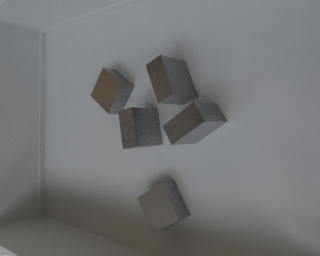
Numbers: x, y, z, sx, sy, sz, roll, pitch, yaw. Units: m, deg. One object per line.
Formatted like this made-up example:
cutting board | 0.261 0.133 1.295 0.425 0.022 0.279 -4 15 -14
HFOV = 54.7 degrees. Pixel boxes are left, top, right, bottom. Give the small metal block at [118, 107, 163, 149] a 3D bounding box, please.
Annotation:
small metal block | -0.025 0.001 0.409 0.025 0.050 0.050 -13 82 39

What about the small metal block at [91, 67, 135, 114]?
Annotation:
small metal block | -0.072 -0.055 0.464 0.050 0.025 0.050 43 116 31

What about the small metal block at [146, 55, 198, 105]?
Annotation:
small metal block | 0.015 -0.057 0.376 0.025 0.050 0.050 -28 73 36

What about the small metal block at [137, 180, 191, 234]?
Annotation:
small metal block | 0.004 0.102 0.402 0.050 0.025 0.050 -38 67 33

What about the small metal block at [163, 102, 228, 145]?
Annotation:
small metal block | 0.041 -0.005 0.356 0.050 0.050 0.025 -39 67 33
